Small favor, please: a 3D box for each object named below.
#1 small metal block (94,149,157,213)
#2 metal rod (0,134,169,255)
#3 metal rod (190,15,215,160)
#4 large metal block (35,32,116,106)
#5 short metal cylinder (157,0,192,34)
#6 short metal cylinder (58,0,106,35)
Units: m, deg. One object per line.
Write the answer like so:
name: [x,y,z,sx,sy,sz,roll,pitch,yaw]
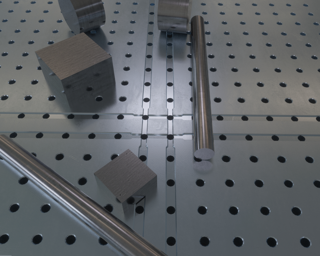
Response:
small metal block: [-0.039,0.060,0.357,0.050,0.025,0.050,-36,59,-26]
metal rod: [-0.080,0.087,0.333,0.300,0.025,0.025,29,56,22]
metal rod: [0.062,-0.083,0.477,0.025,0.025,0.300,2,50,2]
large metal block: [-0.126,-0.091,0.467,0.080,0.050,0.080,-32,57,-24]
short metal cylinder: [0.028,-0.211,0.549,0.050,0.080,0.080,8,51,7]
short metal cylinder: [-0.139,-0.212,0.549,0.050,0.080,0.080,-30,56,-22]
